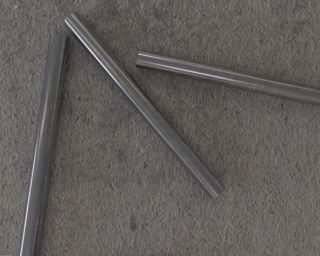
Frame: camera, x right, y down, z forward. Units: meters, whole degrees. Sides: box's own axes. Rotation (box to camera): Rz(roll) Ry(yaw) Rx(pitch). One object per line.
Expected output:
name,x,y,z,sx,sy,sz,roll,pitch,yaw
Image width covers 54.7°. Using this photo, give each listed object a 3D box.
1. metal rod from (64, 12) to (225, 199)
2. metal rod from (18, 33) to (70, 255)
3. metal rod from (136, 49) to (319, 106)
metal rod,-0.020,-0.029,0.409,0.025,0.025,0.300,-40,90,0
metal rod,-0.153,0.027,0.408,0.025,0.025,0.298,8,90,0
metal rod,0.119,-0.061,0.410,0.302,0.025,0.025,12,90,0
